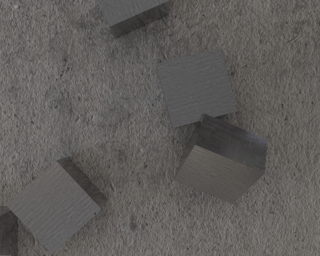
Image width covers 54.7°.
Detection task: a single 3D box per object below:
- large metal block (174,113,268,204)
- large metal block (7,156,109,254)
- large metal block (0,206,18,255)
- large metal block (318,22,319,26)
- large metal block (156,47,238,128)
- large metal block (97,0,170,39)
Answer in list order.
[{"bbox_3d":[0.072,0.039,0.376,0.080,0.080,0.050,23,49,0],"label":"large metal block"},{"bbox_3d":[-0.127,0.095,0.396,0.080,0.050,0.080,-43,90,0],"label":"large metal block"},{"bbox_3d":[-0.234,0.146,0.396,0.081,0.050,0.080,0,90,0],"label":"large metal block"},{"bbox_3d":[0.264,-0.144,0.384,0.080,0.080,0.050,-34,90,0],"label":"large metal block"},{"bbox_3d":[0.045,-0.049,0.398,0.080,0.050,0.080,-15,90,0],"label":"large metal block"},{"bbox_3d":[-0.041,-0.174,0.397,0.080,0.050,0.080,-24,90,0],"label":"large metal block"}]
